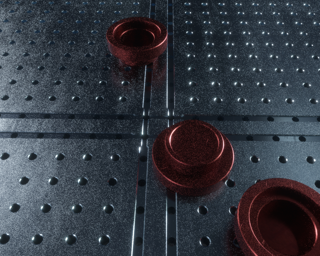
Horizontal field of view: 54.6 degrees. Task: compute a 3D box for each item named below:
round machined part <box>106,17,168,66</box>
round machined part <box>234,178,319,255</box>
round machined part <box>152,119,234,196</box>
[{"bbox_3d":[-0.037,-0.140,0.514,0.099,0.042,0.098,0,50,0],"label":"round machined part"},{"bbox_3d":[0.124,0.103,0.311,0.099,0.042,0.098,0,50,0],"label":"round machined part"},{"bbox_3d":[0.040,0.028,0.373,0.099,0.042,0.098,0,50,0],"label":"round machined part"}]
